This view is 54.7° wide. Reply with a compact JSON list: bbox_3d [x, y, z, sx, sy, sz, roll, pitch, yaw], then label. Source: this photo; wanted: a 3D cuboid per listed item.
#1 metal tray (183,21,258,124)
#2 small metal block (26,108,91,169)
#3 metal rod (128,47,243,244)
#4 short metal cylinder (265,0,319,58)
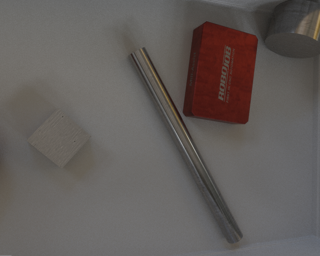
[{"bbox_3d":[0.087,-0.075,0.441,0.091,0.030,0.129,9,87,-20],"label":"metal tray"},{"bbox_3d":[-0.119,0.012,0.367,0.050,0.025,0.050,44,76,-15],"label":"small metal block"},{"bbox_3d":[0.039,0.031,0.426,0.025,0.025,0.299,-32,101,-17],"label":"metal rod"},{"bbox_3d":[0.203,-0.144,0.458,0.081,0.080,0.050,20,84,-19],"label":"short metal cylinder"}]
